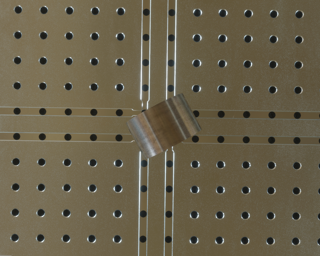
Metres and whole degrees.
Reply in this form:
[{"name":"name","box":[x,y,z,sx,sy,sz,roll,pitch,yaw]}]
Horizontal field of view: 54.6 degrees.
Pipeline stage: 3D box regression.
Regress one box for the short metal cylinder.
[{"name":"short metal cylinder","box":[0.005,-0.002,0.385,0.080,0.080,0.050,-28,89,0]}]
